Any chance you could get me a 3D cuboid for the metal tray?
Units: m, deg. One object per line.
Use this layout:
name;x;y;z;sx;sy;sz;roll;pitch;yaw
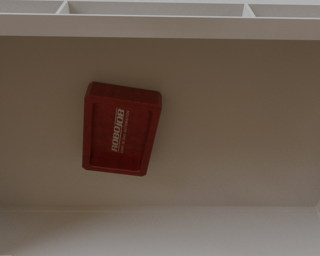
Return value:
metal tray;-0.053;0.007;0.410;0.091;0.030;0.129;8;130;-7
